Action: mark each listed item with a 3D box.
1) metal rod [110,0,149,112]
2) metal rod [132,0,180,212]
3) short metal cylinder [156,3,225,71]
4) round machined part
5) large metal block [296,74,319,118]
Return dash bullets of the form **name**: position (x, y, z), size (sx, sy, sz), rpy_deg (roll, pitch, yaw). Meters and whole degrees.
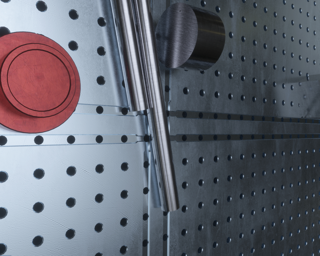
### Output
- **metal rod**: position (-0.049, -0.168, 0.366), size (0.025, 0.025, 0.298), rpy_deg (-15, 100, -39)
- **metal rod**: position (-0.007, -0.038, 0.402), size (0.025, 0.025, 0.298), rpy_deg (-14, 99, -39)
- **short metal cylinder**: position (0.037, -0.116, 0.404), size (0.050, 0.080, 0.079), rpy_deg (-3, 92, -40)
- **round machined part**: position (-0.121, -0.043, 0.296), size (0.099, 0.042, 0.097), rpy_deg (0, 90, -40)
- **large metal block**: position (0.349, -0.073, 0.685), size (0.081, 0.050, 0.080), rpy_deg (-23, 105, -38)
